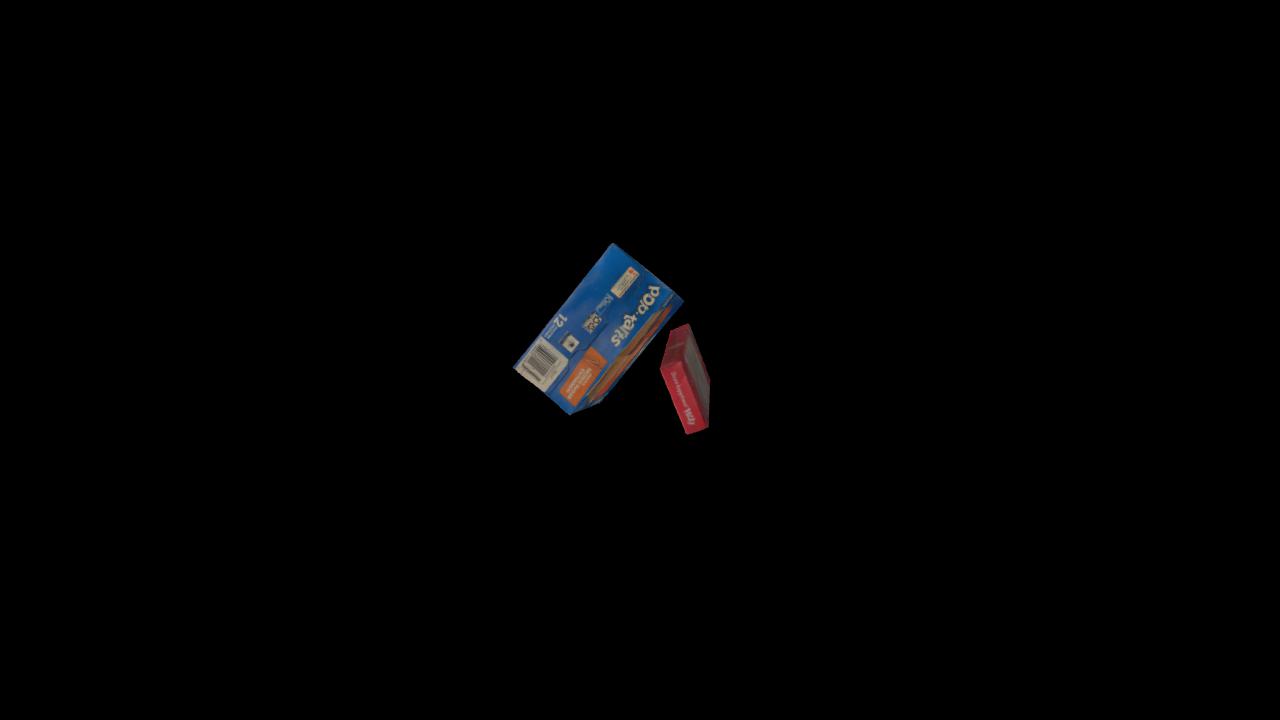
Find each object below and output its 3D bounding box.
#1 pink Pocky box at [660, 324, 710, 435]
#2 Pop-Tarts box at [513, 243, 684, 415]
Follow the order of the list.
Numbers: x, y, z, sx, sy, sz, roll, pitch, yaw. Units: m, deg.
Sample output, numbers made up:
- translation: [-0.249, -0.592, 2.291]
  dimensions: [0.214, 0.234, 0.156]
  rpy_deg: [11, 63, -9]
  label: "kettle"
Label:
- translation: [0.056, 0.018, 0.729]
  dimensions: [0.029, 0.084, 0.155]
  rpy_deg: [-19, 15, 13]
  label: "pink Pocky box"
- translation: [-0.038, -0.031, 0.685]
  dimensions: [0.083, 0.167, 0.141]
  rpy_deg: [41, 6, 6]
  label: "Pop-Tarts box"
